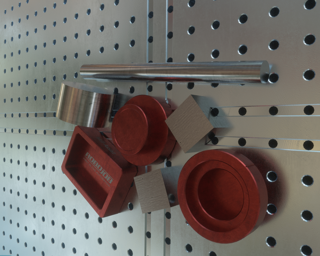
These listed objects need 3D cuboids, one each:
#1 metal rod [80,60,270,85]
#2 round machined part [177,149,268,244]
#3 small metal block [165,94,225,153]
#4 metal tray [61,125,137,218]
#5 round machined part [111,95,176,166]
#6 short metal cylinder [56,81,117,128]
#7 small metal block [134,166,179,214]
[{"bbox_3d":[-0.006,-0.075,0.414,0.300,0.025,0.025,9,96,39],"label":"metal rod"},{"bbox_3d":[0.071,0.071,0.340,0.098,0.042,0.097,0,90,40],"label":"round machined part"},{"bbox_3d":[0.041,-0.005,0.376,0.050,0.025,0.050,-46,63,30],"label":"small metal block"},{"bbox_3d":[-0.101,0.065,0.489,0.130,0.030,0.089,38,114,33],"label":"metal tray"},{"bbox_3d":[-0.028,0.003,0.421,0.098,0.042,0.097,-3,85,39],"label":"round machined part"},{"bbox_3d":[-0.110,-0.036,0.464,0.080,0.081,0.050,23,104,38],"label":"short metal cylinder"},{"bbox_3d":[-0.003,0.083,0.413,0.050,0.025,0.050,-24,75,37],"label":"small metal block"}]
